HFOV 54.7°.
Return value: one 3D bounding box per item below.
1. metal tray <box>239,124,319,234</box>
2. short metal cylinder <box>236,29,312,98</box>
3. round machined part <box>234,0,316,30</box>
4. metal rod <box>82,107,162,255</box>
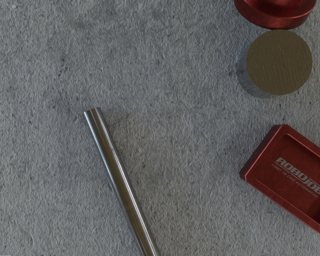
[{"bbox_3d":[0.185,0.066,0.409,0.130,0.030,0.090,36,90,-1],"label":"metal tray"},{"bbox_3d":[0.144,-0.080,0.399,0.081,0.050,0.079,0,90,-1],"label":"short metal cylinder"},{"bbox_3d":[0.145,-0.172,0.383,0.099,0.042,0.098,2,62,-3],"label":"round machined part"},{"bbox_3d":[-0.034,0.115,0.409,0.025,0.025,0.299,-22,90,0],"label":"metal rod"}]
